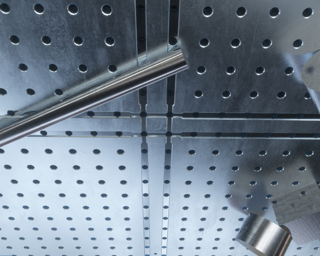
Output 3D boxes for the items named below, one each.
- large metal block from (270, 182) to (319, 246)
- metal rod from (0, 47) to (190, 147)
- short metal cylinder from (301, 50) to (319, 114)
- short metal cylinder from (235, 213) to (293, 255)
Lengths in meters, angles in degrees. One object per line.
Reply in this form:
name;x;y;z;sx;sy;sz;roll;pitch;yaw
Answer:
large metal block;0.248;0.147;0.522;0.080;0.050;0.080;-31;124;23
metal rod;-0.107;-0.028;0.386;0.300;0.025;0.025;-20;127;16
short metal cylinder;0.203;-0.051;0.333;0.080;0.080;0.050;-29;125;22
short metal cylinder;0.177;0.190;0.531;0.080;0.050;0.080;32;164;11
